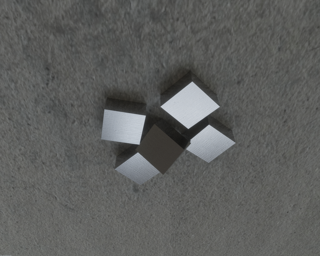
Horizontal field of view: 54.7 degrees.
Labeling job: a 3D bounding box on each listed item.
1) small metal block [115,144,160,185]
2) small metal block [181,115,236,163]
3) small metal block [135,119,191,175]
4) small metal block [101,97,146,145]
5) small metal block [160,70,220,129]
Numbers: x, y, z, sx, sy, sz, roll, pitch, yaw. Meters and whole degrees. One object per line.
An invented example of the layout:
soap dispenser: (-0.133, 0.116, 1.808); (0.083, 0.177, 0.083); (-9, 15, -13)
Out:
small metal block: (-0.029, 0.051, 0.450); (0.050, 0.025, 0.050); (-37, 122, 27)
small metal block: (0.065, 0.014, 0.421); (0.050, 0.025, 0.050); (32, 123, -25)
small metal block: (0.004, 0.025, 0.410); (0.050, 0.025, 0.050); (41, 120, 8)
small metal block: (-0.047, -0.008, 0.400); (0.050, 0.025, 0.050); (9, 130, -8)
small metal block: (0.036, -0.033, 0.379); (0.050, 0.025, 0.050); (-37, 121, 27)
